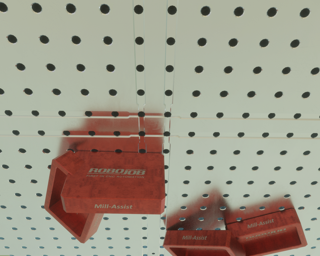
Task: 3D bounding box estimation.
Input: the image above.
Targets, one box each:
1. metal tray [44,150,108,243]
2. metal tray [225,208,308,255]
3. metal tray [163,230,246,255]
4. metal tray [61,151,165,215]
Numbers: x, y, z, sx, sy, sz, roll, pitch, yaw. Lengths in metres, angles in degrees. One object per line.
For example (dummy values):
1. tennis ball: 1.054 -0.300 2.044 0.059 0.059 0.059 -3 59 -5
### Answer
1. metal tray: -0.125 0.105 0.463 0.090 0.030 0.129 37 131 14
2. metal tray: 0.200 0.203 0.584 0.130 0.030 0.090 -20 128 15
3. metal tray: 0.083 0.226 0.578 0.130 0.030 0.090 -11 131 30
4. metal tray: -0.059 0.073 0.429 0.131 0.090 0.030 2 126 -2
